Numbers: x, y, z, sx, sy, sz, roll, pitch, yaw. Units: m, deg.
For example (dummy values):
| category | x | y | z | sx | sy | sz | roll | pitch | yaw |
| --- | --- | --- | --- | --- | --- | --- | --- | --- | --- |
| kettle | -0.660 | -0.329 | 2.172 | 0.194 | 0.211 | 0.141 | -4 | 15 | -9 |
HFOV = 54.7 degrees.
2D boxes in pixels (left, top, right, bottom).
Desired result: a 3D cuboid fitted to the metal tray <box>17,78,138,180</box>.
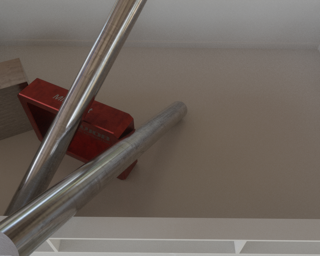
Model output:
| category | x | y | z | sx | sy | sz | roll | pitch | yaw |
| --- | --- | --- | --- | --- | --- | --- | --- | --- | --- |
| metal tray | -0.092 | 0.003 | 0.359 | 0.130 | 0.089 | 0.030 | 21 | 53 | 17 |

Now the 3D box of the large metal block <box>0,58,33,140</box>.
| category | x | y | z | sx | sy | sz | roll | pitch | yaw |
| --- | --- | --- | --- | --- | --- | --- | --- | --- | --- |
| large metal block | -0.203 | -0.033 | 0.394 | 0.081 | 0.080 | 0.050 | -20 | 53 | -17 |

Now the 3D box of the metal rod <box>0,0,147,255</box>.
| category | x | y | z | sx | sy | sz | roll | pitch | yaw |
| --- | --- | --- | --- | --- | --- | --- | --- | --- | --- |
| metal rod | -0.087 | -0.010 | 0.298 | 0.025 | 0.025 | 0.299 | 30 | 93 | 22 |

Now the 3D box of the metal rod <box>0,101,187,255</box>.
| category | x | y | z | sx | sy | sz | roll | pitch | yaw |
| --- | --- | --- | --- | --- | --- | --- | --- | --- | --- |
| metal rod | -0.029 | 0.020 | 0.297 | 0.025 | 0.025 | 0.301 | 20 | 24 | 15 |
